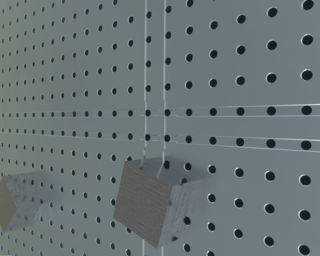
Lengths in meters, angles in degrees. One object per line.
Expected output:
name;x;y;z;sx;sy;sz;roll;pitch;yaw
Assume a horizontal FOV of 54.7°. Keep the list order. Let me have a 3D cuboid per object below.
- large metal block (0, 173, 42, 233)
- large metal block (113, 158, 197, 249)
large metal block;-0.294;0.151;0.631;0.080;0.050;0.080;52;120;27
large metal block;-0.008;0.092;0.398;0.080;0.050;0.079;21;103;37
